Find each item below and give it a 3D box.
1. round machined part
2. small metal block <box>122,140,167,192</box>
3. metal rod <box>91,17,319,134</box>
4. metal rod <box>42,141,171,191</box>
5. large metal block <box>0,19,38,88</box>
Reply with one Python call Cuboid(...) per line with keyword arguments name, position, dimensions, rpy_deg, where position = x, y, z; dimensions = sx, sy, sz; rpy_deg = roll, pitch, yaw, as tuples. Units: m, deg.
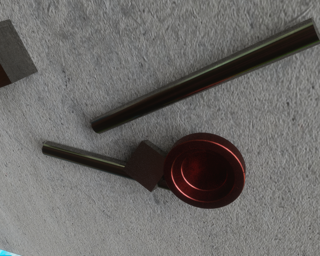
Cuboid(name="round machined part", position=(0.057, 0.049, 0.389), dimensions=(0.098, 0.042, 0.097), rpy_deg=(7, 116, 15))
Cuboid(name="small metal block", position=(-0.015, 0.051, 0.427), dimensions=(0.050, 0.025, 0.050), rpy_deg=(36, 100, 13))
Cuboid(name="metal rod", position=(0.025, -0.046, 0.363), dimensions=(0.300, 0.025, 0.025), rpy_deg=(-20, 108, 35))
Cuboid(name="metal rod", position=(-0.053, 0.063, 0.472), dimensions=(0.301, 0.025, 0.025), rpy_deg=(12, 123, 21))
Cuboid(name="large metal block", position=(-0.241, -0.102, 0.452), dimensions=(0.080, 0.050, 0.080), rpy_deg=(-10, 114, 32))
